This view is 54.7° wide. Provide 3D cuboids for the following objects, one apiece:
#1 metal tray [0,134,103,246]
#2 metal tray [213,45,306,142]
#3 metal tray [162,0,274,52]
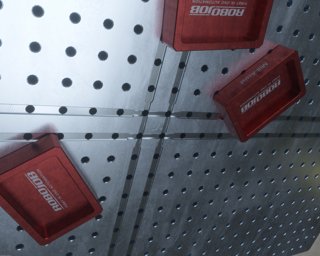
[{"bbox_3d":[-0.138,0.080,0.382,0.090,0.030,0.129,-29,129,-11],"label":"metal tray"},{"bbox_3d":[0.152,-0.049,0.463,0.130,0.030,0.090,-38,130,-3],"label":"metal tray"},{"bbox_3d":[0.071,-0.139,0.361,0.131,0.030,0.089,-9,122,-24],"label":"metal tray"}]
